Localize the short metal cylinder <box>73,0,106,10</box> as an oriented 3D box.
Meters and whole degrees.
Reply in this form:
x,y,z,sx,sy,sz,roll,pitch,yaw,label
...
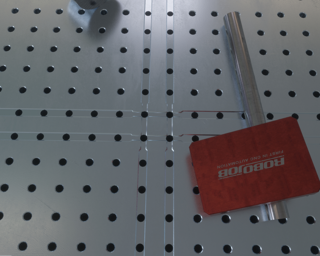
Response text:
x,y,z,sx,sy,sz,roll,pitch,yaw,label
-0.111,-0.228,0.465,0.080,0.080,0.050,-43,76,-14,short metal cylinder

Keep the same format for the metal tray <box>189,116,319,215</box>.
x,y,z,sx,sy,sz,roll,pitch,yaw,label
0.109,0.047,0.372,0.130,0.030,0.090,-16,69,12,metal tray

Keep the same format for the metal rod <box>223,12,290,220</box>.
x,y,z,sx,sy,sz,roll,pitch,yaw,label
0.126,-0.030,0.423,0.025,0.025,0.299,-6,70,-2,metal rod
